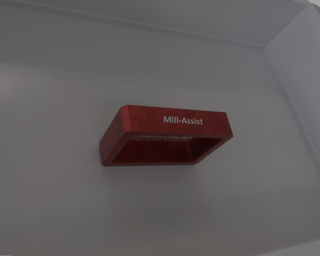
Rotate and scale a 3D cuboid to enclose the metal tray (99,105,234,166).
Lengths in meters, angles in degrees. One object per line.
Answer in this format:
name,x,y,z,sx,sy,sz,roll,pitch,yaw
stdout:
metal tray,0.006,0.013,0.358,0.131,0.090,0.030,3,61,-27
